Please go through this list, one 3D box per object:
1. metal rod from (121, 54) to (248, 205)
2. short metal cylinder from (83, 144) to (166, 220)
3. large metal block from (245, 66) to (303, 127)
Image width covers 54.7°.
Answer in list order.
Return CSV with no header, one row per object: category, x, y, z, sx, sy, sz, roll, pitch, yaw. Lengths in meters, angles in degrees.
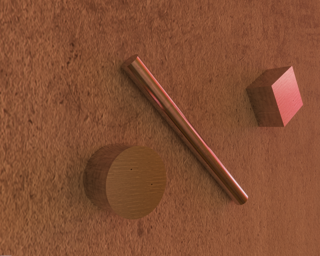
metal rod,0.049,0.019,0.445,0.300,0.025,0.025,49,61,-29
short metal cylinder,-0.040,0.059,0.355,0.081,0.050,0.080,0,90,-40
large metal block,0.210,-0.057,0.564,0.080,0.050,0.080,-39,114,-33
